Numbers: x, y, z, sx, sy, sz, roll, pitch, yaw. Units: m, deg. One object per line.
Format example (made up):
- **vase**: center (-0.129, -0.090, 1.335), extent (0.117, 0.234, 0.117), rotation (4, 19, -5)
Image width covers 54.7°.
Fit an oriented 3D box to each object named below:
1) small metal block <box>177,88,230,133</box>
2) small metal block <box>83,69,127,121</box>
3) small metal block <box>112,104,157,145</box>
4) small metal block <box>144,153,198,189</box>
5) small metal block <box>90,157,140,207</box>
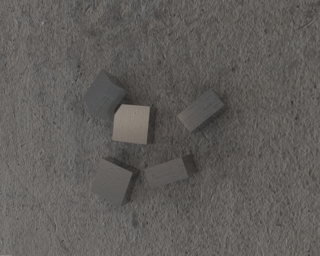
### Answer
- **small metal block**: center (0.054, -0.020, 0.376), extent (0.050, 0.050, 0.025), rotation (-40, 77, 15)
- **small metal block**: center (-0.076, -0.045, 0.423), extent (0.050, 0.025, 0.050), rotation (-54, 38, 12)
- **small metal block**: center (-0.034, -0.006, 0.421), extent (0.050, 0.025, 0.050), rotation (6, 92, 19)
- **small metal block**: center (0.015, 0.054, 0.390), extent (0.050, 0.050, 0.025), rotation (-21, 83, 19)
- **small metal block**: center (-0.062, 0.073, 0.431), extent (0.050, 0.025, 0.050), rotation (22, 97, 18)
